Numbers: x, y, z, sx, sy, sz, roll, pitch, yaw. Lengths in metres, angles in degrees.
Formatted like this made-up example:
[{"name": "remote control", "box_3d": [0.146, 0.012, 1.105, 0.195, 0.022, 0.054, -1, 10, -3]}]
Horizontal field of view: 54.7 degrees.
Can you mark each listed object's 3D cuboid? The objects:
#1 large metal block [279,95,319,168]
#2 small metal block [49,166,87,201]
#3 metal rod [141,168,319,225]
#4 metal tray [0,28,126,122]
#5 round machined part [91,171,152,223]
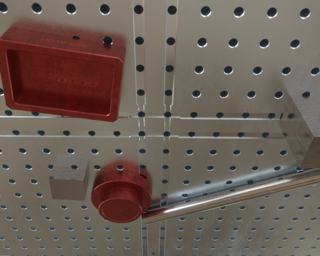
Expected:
[{"name": "large metal block", "box_3d": [0.206, 0.003, 0.382, 0.081, 0.080, 0.050, 1, 130, -2]}, {"name": "small metal block", "box_3d": [-0.142, 0.087, 0.484, 0.050, 0.025, 0.050, 5, 130, -5]}, {"name": "metal rod", "box_3d": [0.112, 0.115, 0.511, 0.301, 0.025, 0.025, -18, 128, 14]}, {"name": "metal tray", "box_3d": [-0.110, -0.057, 0.357, 0.131, 0.030, 0.089, 7, 130, -7]}, {"name": "round machined part", "box_3d": [-0.062, 0.117, 0.500, 0.099, 0.042, 0.097, -1, 130, 0]}]
